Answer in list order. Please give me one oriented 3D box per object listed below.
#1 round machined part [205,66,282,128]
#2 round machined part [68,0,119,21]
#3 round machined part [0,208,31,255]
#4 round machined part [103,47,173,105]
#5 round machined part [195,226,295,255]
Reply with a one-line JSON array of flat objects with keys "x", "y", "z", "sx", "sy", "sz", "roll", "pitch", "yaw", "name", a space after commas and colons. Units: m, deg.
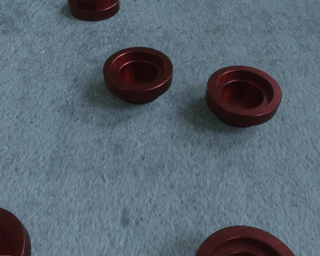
[{"x": 0.111, "y": -0.039, "z": 0.426, "sx": 0.099, "sy": 0.042, "sz": 0.098, "roll": 0, "pitch": 50, "yaw": 0, "name": "round machined part"}, {"x": -0.130, "y": -0.253, "z": 0.603, "sx": 0.099, "sy": 0.042, "sz": 0.098, "roll": 0, "pitch": 50, "yaw": 0, "name": "round machined part"}, {"x": -0.178, "y": 0.119, "z": 0.290, "sx": 0.099, "sy": 0.042, "sz": 0.098, "roll": 0, "pitch": 50, "yaw": 0, "name": "round machined part"}, {"x": -0.031, "y": -0.072, "z": 0.453, "sx": 0.099, "sy": 0.042, "sz": 0.098, "roll": 0, "pitch": 50, "yaw": 0, "name": "round machined part"}, {"x": 0.075, "y": 0.142, "z": 0.274, "sx": 0.099, "sy": 0.042, "sz": 0.098, "roll": 0, "pitch": 50, "yaw": 0, "name": "round machined part"}]
